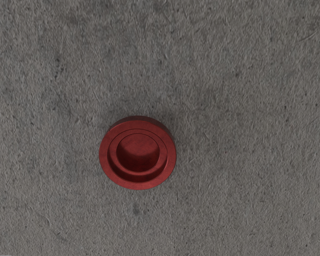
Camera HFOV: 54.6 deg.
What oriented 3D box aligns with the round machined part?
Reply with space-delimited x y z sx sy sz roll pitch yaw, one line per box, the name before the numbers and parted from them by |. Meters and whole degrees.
round machined part | -0.028 0.029 0.411 0.099 0.042 0.097 0 110 0
